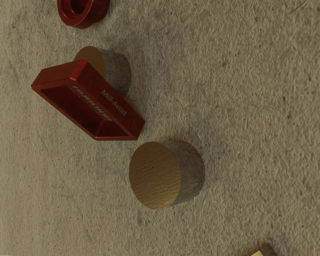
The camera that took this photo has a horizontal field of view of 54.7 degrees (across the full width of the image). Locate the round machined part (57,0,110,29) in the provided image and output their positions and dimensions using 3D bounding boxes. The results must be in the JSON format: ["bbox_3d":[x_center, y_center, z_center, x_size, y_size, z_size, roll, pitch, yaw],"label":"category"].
[{"bbox_3d":[-0.117,-0.206,0.490,0.098,0.042,0.097,0,90,40],"label":"round machined part"}]

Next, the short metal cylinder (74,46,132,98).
[{"bbox_3d":[-0.088,-0.077,0.462,0.080,0.050,0.080,0,90,40],"label":"short metal cylinder"}]

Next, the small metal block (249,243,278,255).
[{"bbox_3d":[0.105,0.157,0.318,0.050,0.025,0.050,-49,61,28],"label":"small metal block"}]

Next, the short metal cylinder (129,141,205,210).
[{"bbox_3d":[0.008,0.056,0.382,0.080,0.050,0.080,0,90,40],"label":"short metal cylinder"}]

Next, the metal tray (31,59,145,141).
[{"bbox_3d":[-0.092,-0.030,0.414,0.090,0.130,0.030,-2,54,37],"label":"metal tray"}]
